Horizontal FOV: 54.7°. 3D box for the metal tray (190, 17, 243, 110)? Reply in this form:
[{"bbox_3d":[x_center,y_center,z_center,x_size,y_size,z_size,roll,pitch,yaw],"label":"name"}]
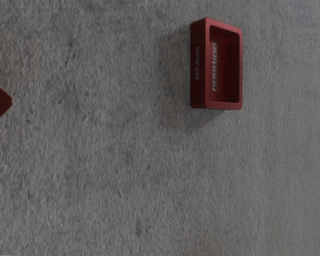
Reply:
[{"bbox_3d":[0.089,-0.094,0.477,0.091,0.030,0.129,0,90,-40],"label":"metal tray"}]

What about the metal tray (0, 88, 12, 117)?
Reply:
[{"bbox_3d":[-0.196,-0.004,0.237,0.090,0.030,0.130,49,61,-29],"label":"metal tray"}]
